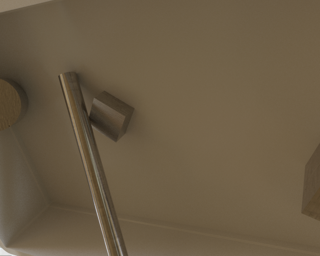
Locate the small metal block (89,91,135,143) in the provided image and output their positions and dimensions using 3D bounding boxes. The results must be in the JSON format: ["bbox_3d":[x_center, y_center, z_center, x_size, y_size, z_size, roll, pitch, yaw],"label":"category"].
[{"bbox_3d":[-0.070,-0.016,0.434,0.050,0.025,0.050,31,128,8],"label":"small metal block"}]

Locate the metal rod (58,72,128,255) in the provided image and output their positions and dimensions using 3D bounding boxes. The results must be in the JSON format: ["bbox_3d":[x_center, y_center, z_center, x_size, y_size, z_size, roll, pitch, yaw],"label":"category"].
[{"bbox_3d":[-0.086,0.069,0.422,0.025,0.025,0.298,-19,86,35],"label":"metal rod"}]

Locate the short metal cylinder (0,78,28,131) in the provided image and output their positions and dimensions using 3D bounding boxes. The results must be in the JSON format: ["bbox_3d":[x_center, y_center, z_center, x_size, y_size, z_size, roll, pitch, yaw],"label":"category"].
[{"bbox_3d":[-0.249,-0.037,0.471,0.081,0.050,0.079,-2,98,-12],"label":"short metal cylinder"}]

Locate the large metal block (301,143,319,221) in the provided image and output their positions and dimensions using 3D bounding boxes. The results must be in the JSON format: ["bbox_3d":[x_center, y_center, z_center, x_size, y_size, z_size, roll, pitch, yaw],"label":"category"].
[{"bbox_3d":[0.194,0.059,0.307,0.080,0.080,0.050,23,127,14],"label":"large metal block"}]
